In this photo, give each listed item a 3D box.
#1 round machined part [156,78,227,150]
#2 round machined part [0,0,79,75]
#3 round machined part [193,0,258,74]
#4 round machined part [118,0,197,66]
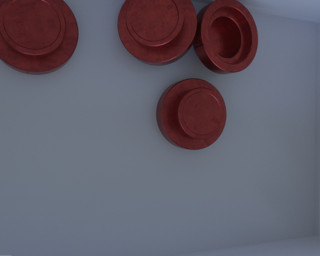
[{"bbox_3d":[0.048,-0.019,0.419,0.099,0.042,0.097,0,90,-20],"label":"round machined part"},{"bbox_3d":[-0.143,-0.112,0.349,0.099,0.042,0.097,0,90,-20],"label":"round machined part"},{"bbox_3d":[0.084,-0.123,0.427,0.099,0.042,0.097,-1,91,-29],"label":"round machined part"},{"bbox_3d":[-0.004,-0.129,0.379,0.099,0.042,0.097,0,90,7],"label":"round machined part"}]
